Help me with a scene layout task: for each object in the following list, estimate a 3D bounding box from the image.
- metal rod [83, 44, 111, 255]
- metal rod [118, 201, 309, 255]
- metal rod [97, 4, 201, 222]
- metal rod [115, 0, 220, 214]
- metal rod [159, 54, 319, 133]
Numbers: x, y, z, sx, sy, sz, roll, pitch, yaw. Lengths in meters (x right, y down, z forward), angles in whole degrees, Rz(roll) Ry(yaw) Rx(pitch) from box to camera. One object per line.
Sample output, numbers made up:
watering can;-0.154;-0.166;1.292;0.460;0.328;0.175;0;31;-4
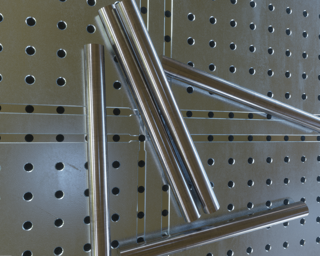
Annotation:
metal rod;-0.077;0.048;0.384;0.025;0.025;0.298;-2;91;-20
metal rod;0.090;0.148;0.447;0.303;0.025;0.025;-7;93;-20
metal rod;-0.011;-0.013;0.409;0.025;0.025;0.299;-25;99;-19
metal rod;0.015;-0.019;0.408;0.025;0.025;0.299;-28;104;-18
metal rod;0.134;-0.045;0.463;0.302;0.025;0.025;17;84;-20
